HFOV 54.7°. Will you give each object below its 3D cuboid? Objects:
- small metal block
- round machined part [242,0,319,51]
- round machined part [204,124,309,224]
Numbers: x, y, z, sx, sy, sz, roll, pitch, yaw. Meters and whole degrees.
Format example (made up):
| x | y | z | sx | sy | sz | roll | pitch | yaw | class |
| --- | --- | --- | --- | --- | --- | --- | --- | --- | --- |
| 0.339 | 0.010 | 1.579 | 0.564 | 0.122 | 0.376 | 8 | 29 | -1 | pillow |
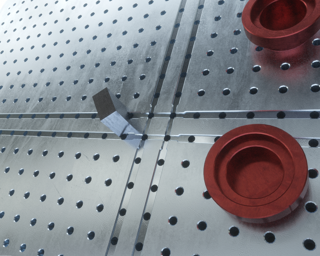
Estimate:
| x | y | z | sx | sy | sz | roll | pitch | yaw | class |
| --- | --- | --- | --- | --- | --- | --- | --- | --- | --- |
| -0.066 | -0.022 | 0.440 | 0.025 | 0.050 | 0.050 | -32 | 52 | 7 | small metal block |
| 0.159 | -0.139 | 0.399 | 0.098 | 0.042 | 0.098 | -13 | 56 | 21 | round machined part |
| 0.098 | 0.048 | 0.316 | 0.098 | 0.042 | 0.098 | -13 | 56 | 21 | round machined part |
